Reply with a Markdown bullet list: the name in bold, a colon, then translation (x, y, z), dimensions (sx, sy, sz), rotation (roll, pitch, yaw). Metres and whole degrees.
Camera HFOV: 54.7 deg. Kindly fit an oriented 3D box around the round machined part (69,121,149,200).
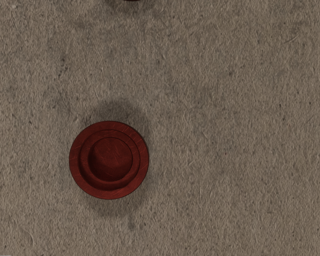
- **round machined part**: translation (-0.063, 0.039, 0.401), dimensions (0.099, 0.042, 0.097), rotation (0, 90, -1)
